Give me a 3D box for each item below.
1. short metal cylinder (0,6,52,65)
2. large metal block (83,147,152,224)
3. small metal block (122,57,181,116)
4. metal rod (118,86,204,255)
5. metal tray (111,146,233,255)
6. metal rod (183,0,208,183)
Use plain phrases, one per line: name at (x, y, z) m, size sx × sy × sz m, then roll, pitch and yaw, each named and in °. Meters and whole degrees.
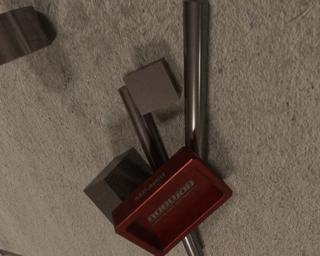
short metal cylinder at (-0.188, -0.116, 0.396) m, size 0.080 × 0.080 × 0.050 m, roll -10°, pitch 114°, yaw 32°
large metal block at (-0.048, 0.088, 0.450) m, size 0.050 × 0.080 × 0.080 m, roll -31°, pitch 101°, yaw 38°
small metal block at (-0.009, -0.050, 0.370) m, size 0.050 × 0.025 × 0.050 m, roll -22°, pitch 108°, yaw 16°
metal rod at (0.009, 0.077, 0.448) m, size 0.025 × 0.025 × 0.298 m, roll -8°, pitch 115°, yaw 31°
metal tray at (0.016, 0.095, 0.389) m, size 0.130 × 0.030 × 0.090 m, roll -43°, pitch 122°, yaw 5°
metal rod at (0.043, 0.001, 0.383) m, size 0.025 × 0.025 × 0.298 m, roll 10°, pitch 123°, yaw 22°
